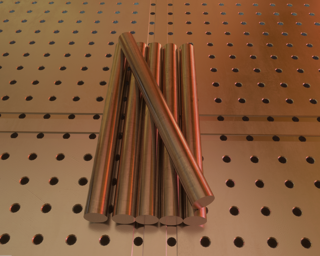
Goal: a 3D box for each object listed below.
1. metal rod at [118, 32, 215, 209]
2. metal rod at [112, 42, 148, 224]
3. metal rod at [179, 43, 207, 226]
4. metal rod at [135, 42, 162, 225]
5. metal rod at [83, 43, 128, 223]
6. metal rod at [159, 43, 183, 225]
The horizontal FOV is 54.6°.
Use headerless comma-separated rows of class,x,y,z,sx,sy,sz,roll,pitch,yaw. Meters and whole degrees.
metal rod,-0.005,-0.033,0.403,0.025,0.025,0.300,-15,52,-12
metal rod,-0.035,-0.019,0.422,0.025,0.025,0.300,1,50,1
metal rod,0.041,-0.017,0.423,0.025,0.025,0.300,1,50,1
metal rod,-0.011,-0.018,0.422,0.025,0.025,0.300,1,50,1
metal rod,-0.065,-0.020,0.423,0.025,0.025,0.300,1,50,1
metal rod,0.015,-0.017,0.423,0.025,0.025,0.300,1,50,1
